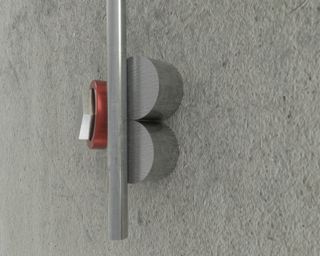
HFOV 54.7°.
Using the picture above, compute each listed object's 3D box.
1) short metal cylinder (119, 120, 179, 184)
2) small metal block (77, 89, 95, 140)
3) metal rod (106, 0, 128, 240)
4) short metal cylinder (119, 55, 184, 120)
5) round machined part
[{"bbox_3d":[-0.022,0.030,0.408,0.080,0.050,0.080,-1,89,40],"label":"short metal cylinder"},{"bbox_3d":[-0.100,-0.019,0.436,0.050,0.025,0.050,114,150,-42],"label":"small metal block"},{"bbox_3d":[-0.053,-0.014,0.386,0.025,0.025,0.298,-1,89,40],"label":"metal rod"},{"bbox_3d":[-0.016,-0.050,0.404,0.080,0.050,0.079,0,90,40],"label":"short metal cylinder"},{"bbox_3d":[-0.077,-0.018,0.443,0.098,0.042,0.097,-177,90,-69],"label":"round machined part"}]
